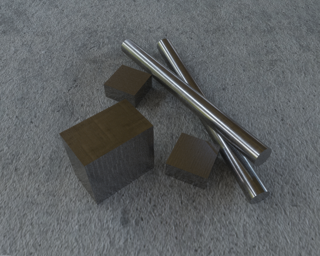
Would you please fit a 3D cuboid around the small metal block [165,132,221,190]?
[{"bbox_3d":[0.040,0.039,0.371,0.050,0.025,0.050,19,52,15],"label":"small metal block"}]

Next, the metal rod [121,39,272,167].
[{"bbox_3d":[0.029,-0.053,0.425,0.025,0.025,0.300,-27,48,-21],"label":"metal rod"}]

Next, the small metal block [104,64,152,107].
[{"bbox_3d":[-0.046,-0.062,0.455,0.050,0.025,0.050,22,53,17],"label":"small metal block"}]

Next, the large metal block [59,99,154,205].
[{"bbox_3d":[-0.054,0.027,0.344,0.081,0.080,0.050,-31,57,-24],"label":"large metal block"}]

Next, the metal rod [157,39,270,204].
[{"bbox_3d":[0.058,-0.031,0.430,0.025,0.025,0.300,-15,52,-13],"label":"metal rod"}]
